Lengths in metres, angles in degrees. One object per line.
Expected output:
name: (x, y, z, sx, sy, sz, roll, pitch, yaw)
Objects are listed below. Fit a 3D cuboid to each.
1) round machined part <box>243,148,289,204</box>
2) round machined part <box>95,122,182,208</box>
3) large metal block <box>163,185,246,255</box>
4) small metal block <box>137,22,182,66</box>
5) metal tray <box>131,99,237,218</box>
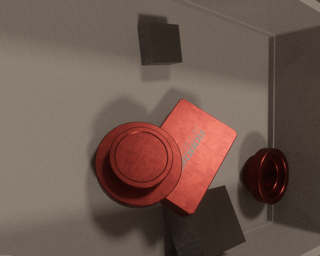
round machined part: (0.187, 0.084, 0.555, 0.099, 0.042, 0.097, 0, 90, -40)
round machined part: (-0.023, 0.037, 0.346, 0.099, 0.042, 0.098, 4, 67, -9)
large metal block: (0.060, 0.130, 0.425, 0.081, 0.050, 0.080, -3, 67, -40)
small metal block: (0.000, -0.110, 0.409, 0.050, 0.025, 0.050, -11, 97, -40)
metal tray: (0.031, 0.036, 0.400, 0.090, 0.030, 0.130, 33, 64, 5)
